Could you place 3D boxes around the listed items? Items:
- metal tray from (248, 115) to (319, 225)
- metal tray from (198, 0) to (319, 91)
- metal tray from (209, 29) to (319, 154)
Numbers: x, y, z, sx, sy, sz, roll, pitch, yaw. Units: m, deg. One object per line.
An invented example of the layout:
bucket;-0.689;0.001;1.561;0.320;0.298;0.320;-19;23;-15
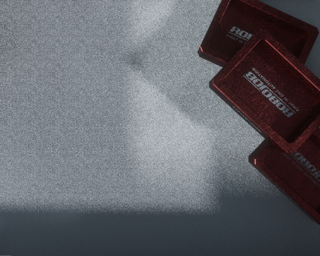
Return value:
metal tray;0.196;0.054;0.410;0.130;0.030;0.090;43;90;0
metal tray;0.127;-0.113;0.409;0.131;0.030;0.090;25;90;0
metal tray;0.137;-0.043;0.379;0.130;0.030;0.090;43;90;0
